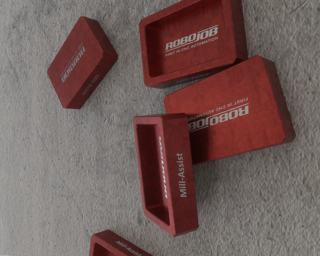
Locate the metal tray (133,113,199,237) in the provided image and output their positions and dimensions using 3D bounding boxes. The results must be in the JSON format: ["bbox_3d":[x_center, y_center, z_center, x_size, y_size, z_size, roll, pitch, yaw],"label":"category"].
[{"bbox_3d":[0.004,0.049,0.364,0.090,0.030,0.129,-177,80,-65],"label":"metal tray"}]

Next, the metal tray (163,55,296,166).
[{"bbox_3d":[0.070,-0.013,0.344,0.130,0.030,0.090,-20,77,38],"label":"metal tray"}]

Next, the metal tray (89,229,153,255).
[{"bbox_3d":[-0.051,0.214,0.443,0.130,0.030,0.089,14,99,39],"label":"metal tray"}]

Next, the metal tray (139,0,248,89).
[{"bbox_3d":[0.035,-0.104,0.372,0.130,0.030,0.089,-9,84,39],"label":"metal tray"}]

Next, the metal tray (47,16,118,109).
[{"bbox_3d":[-0.132,-0.104,0.511,0.129,0.030,0.090,-45,63,30],"label":"metal tray"}]
